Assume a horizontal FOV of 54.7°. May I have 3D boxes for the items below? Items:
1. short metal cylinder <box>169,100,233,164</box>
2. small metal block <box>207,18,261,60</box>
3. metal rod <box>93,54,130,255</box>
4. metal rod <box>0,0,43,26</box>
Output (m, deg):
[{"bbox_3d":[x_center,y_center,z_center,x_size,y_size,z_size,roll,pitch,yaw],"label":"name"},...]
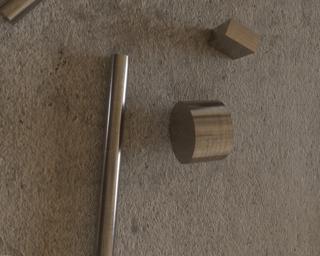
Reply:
[{"bbox_3d":[0.050,0.004,0.399,0.050,0.080,0.079,-4,92,-20],"label":"short metal cylinder"},{"bbox_3d":[0.102,-0.123,0.434,0.050,0.050,0.025,23,82,-19],"label":"small metal block"},{"bbox_3d":[-0.062,0.059,0.386,0.025,0.025,0.298,5,88,-20],"label":"metal rod"},{"bbox_3d":[-0.076,-0.233,0.380,0.025,0.025,0.300,45,76,-15],"label":"metal rod"}]
